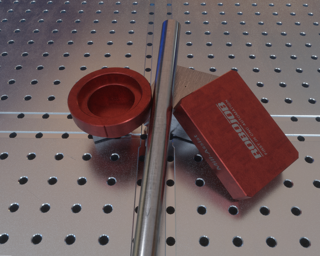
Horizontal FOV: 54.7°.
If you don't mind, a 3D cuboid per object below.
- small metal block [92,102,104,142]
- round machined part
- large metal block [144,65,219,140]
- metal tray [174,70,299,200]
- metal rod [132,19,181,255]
[{"bbox_3d":[-0.072,-0.015,0.416,0.050,0.025,0.050,-17,52,-14],"label":"small metal block"},{"bbox_3d":[-0.058,-0.026,0.378,0.099,0.042,0.098,-2,51,2],"label":"round machined part"},{"bbox_3d":[0.030,-0.036,0.417,0.080,0.050,0.080,18,52,14],"label":"large metal block"},{"bbox_3d":[0.088,0.006,0.363,0.091,0.030,0.130,-32,82,-23],"label":"metal tray"},{"bbox_3d":[0.000,0.000,0.351,0.025,0.025,0.299,5,66,4],"label":"metal rod"}]
